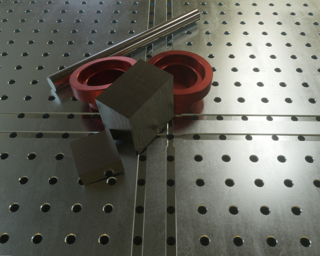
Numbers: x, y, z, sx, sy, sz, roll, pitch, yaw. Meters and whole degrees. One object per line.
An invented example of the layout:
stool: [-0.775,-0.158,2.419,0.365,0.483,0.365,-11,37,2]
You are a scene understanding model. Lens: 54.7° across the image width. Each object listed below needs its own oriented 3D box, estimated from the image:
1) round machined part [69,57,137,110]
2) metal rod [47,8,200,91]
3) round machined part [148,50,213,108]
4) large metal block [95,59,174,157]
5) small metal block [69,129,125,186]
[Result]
round machined part: [-0.073,-0.060,0.437,0.099,0.042,0.098,-6,37,5]
metal rod: [-0.047,-0.140,0.524,0.302,0.025,0.025,-33,58,-25]
round machined part: [0.026,-0.067,0.453,0.099,0.042,0.098,0,50,0]
large metal block: [-0.027,-0.025,0.388,0.050,0.080,0.080,31,61,22]
small metal block: [-0.076,0.034,0.375,0.050,0.025,0.050,-20,53,-11]
